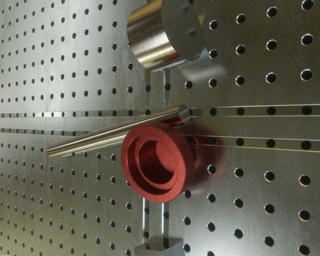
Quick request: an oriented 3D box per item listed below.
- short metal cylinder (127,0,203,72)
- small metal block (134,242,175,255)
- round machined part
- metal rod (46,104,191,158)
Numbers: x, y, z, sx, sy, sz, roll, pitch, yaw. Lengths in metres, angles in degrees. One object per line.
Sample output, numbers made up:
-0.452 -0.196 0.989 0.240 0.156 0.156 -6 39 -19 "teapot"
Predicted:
0.008 -0.111 0.365 0.050 0.081 0.080 -11 83 39 "short metal cylinder"
-0.005 0.183 0.412 0.050 0.025 0.050 -12 83 39 "small metal block"
0.001 0.040 0.388 0.098 0.042 0.097 10 107 34 "round machined part"
-0.083 0.013 0.475 0.300 0.025 0.025 -15 81 38 "metal rod"
